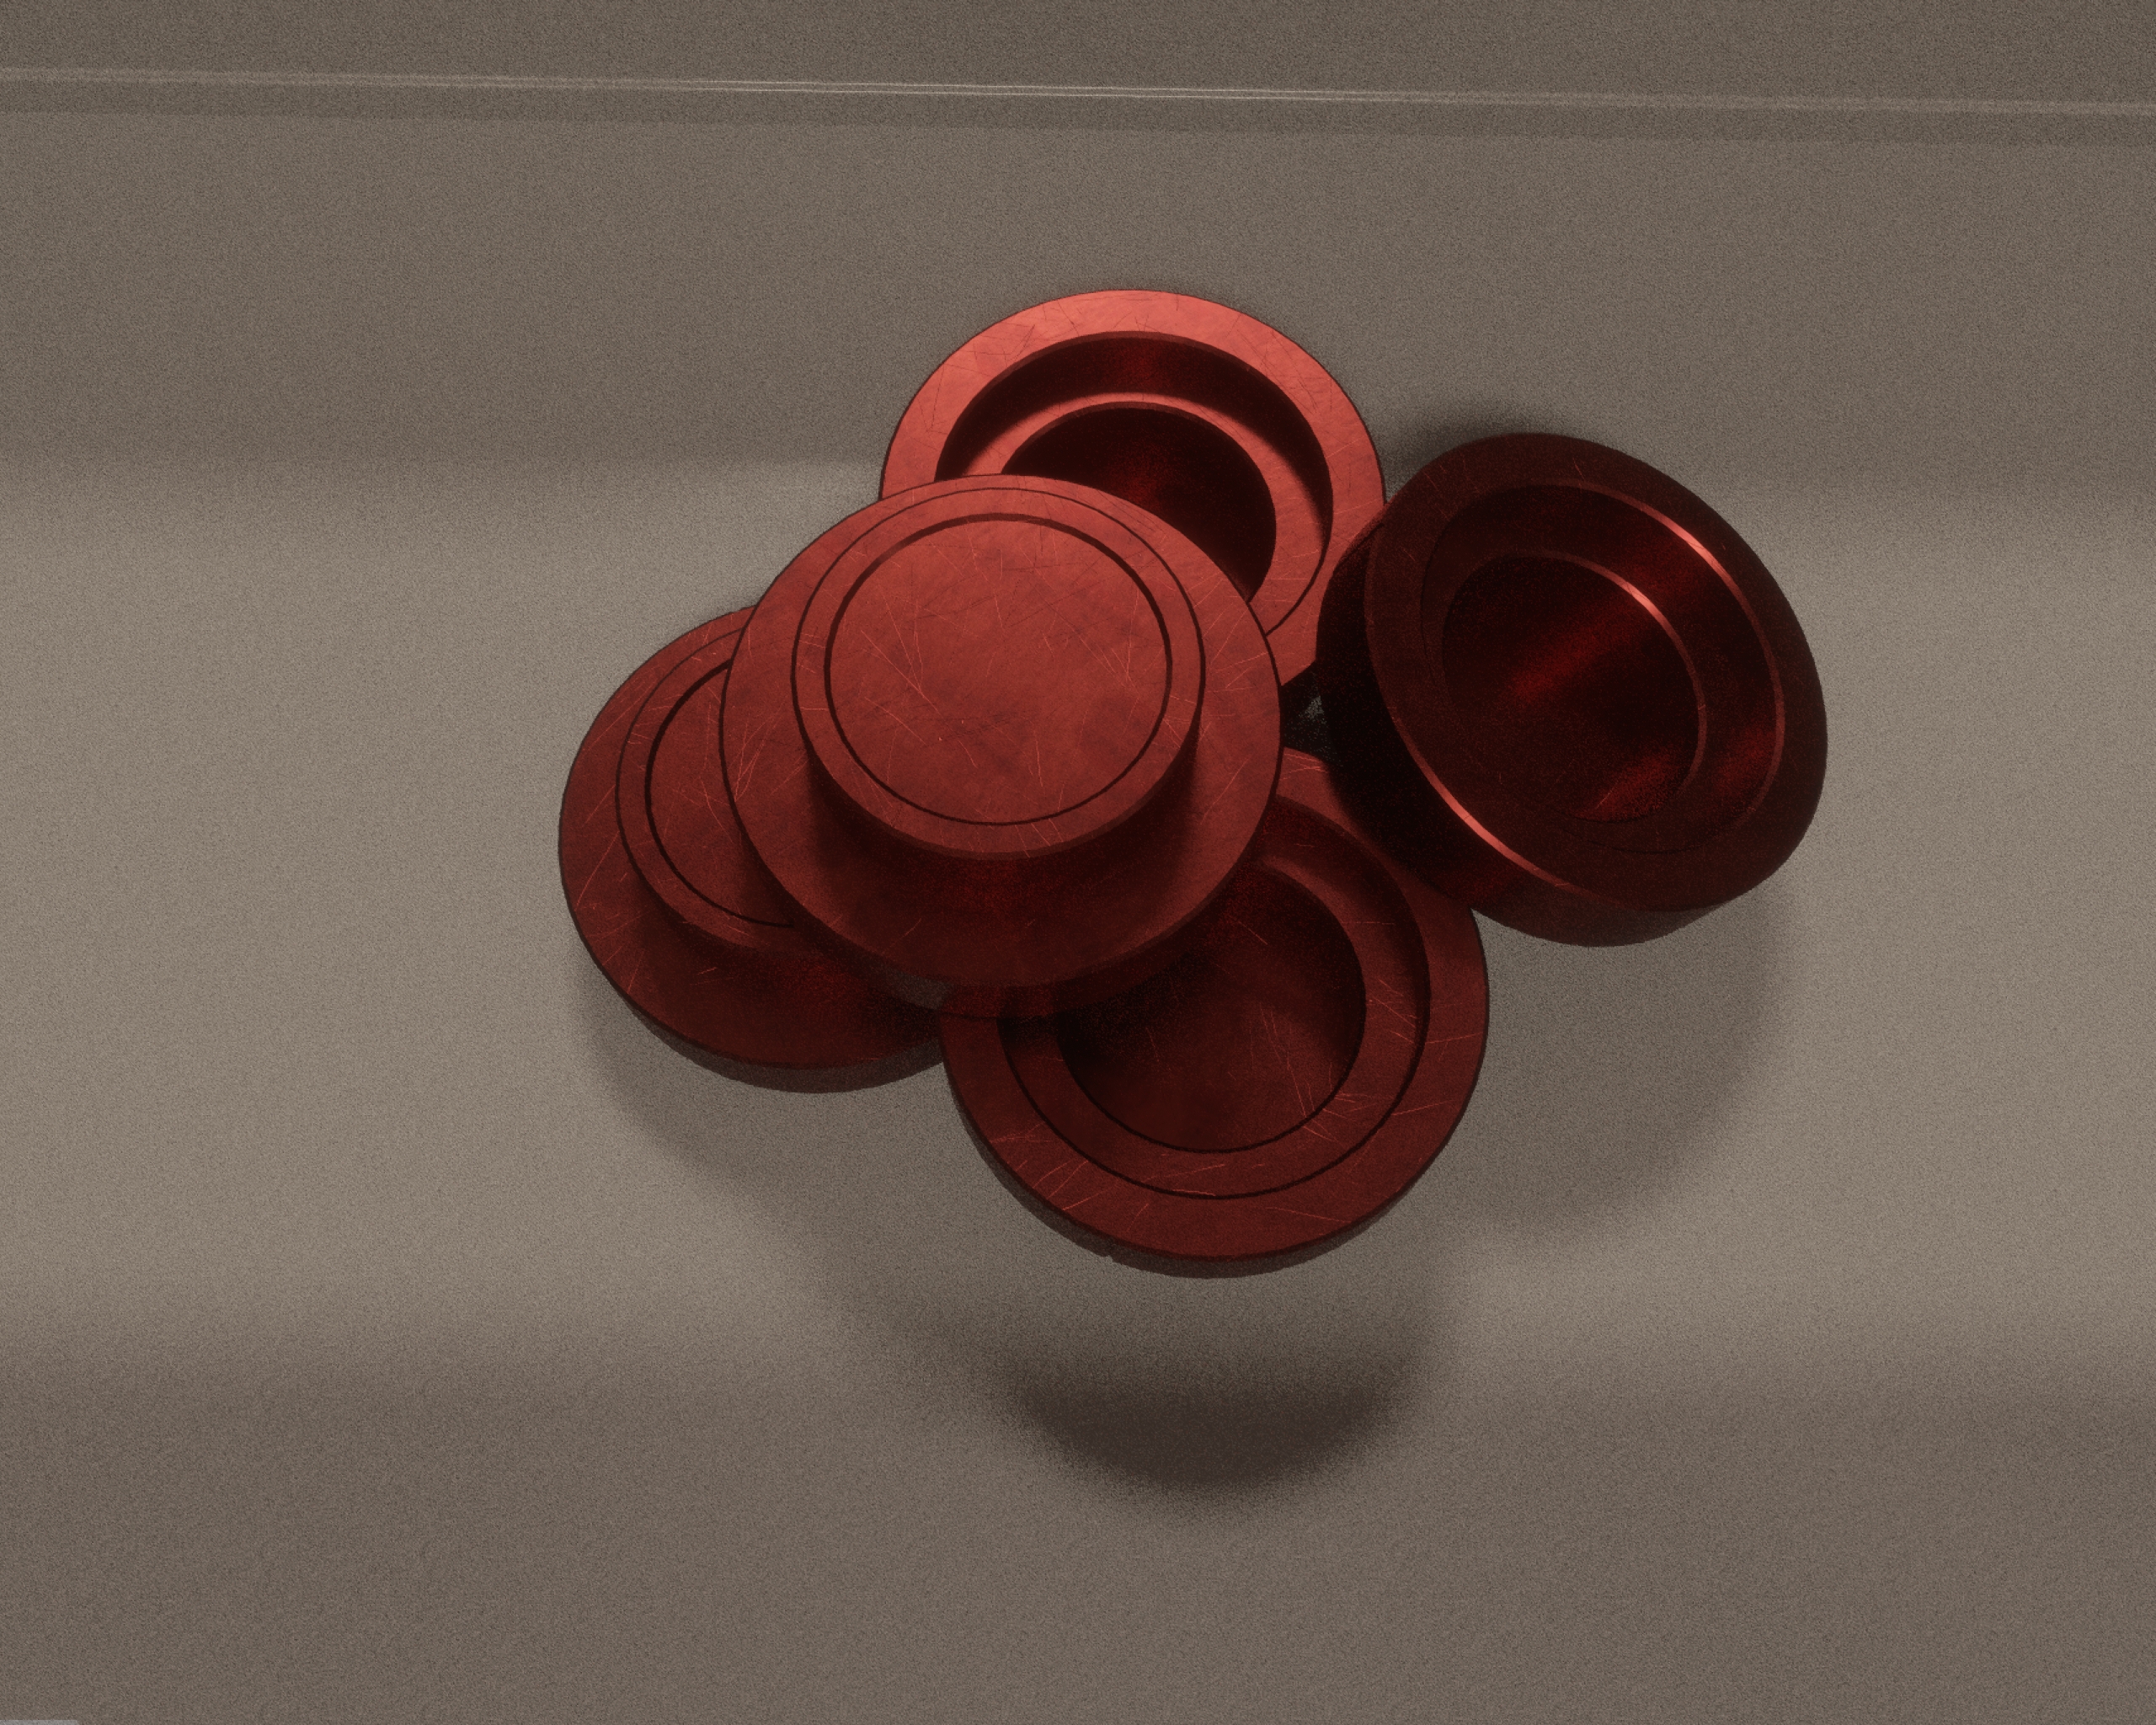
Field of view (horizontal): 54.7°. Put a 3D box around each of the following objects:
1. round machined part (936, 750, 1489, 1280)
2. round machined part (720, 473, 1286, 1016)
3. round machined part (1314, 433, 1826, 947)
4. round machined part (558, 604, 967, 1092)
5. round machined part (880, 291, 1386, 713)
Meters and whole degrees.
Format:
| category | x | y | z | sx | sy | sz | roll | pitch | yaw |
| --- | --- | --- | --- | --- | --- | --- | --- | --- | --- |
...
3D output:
| category | x | y | z | sx | sy | sz | roll | pitch | yaw |
| --- | --- | --- | --- | --- | --- | --- | --- | --- | --- |
| round machined part | 0.024 | 0.029 | 0.388 | 0.099 | 0.042 | 0.098 | 0 | 70 | -1 |
| round machined part | -0.013 | -0.026 | 0.362 | 0.099 | 0.042 | 0.098 | 0 | 70 | -1 |
| round machined part | 0.089 | -0.030 | 0.399 | 0.099 | 0.042 | 0.098 | 8 | 66 | -19 |
| round machined part | -0.050 | -0.008 | 0.399 | 0.099 | 0.042 | 0.098 | 0 | 70 | -1 |
| round machined part | 0.011 | -0.063 | 0.422 | 0.099 | 0.042 | 0.098 | 0 | 70 | -1 |
